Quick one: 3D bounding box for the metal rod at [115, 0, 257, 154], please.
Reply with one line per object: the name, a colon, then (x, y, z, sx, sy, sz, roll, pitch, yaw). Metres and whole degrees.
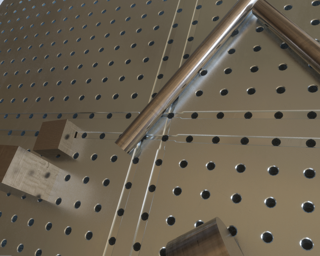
metal rod: (0.045, -0.086, 0.436, 0.025, 0.025, 0.300, 35, 81, 38)

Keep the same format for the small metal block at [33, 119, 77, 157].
small metal block: (-0.163, 0.016, 0.481, 0.050, 0.025, 0.050, -5, 59, 25)

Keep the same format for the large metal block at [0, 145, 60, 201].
large metal block: (-0.208, 0.063, 0.441, 0.080, 0.080, 0.050, 1, 63, 28)

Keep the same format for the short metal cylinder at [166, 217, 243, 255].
short metal cylinder: (0.047, 0.126, 0.270, 0.050, 0.080, 0.080, -31, 52, 8)

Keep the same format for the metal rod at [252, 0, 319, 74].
metal rod: (0.194, -0.065, 0.346, 0.025, 0.025, 0.300, -32, 52, 7)
